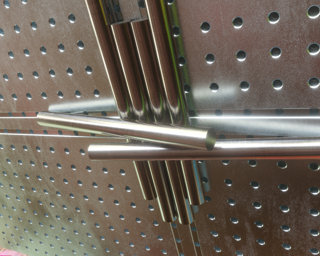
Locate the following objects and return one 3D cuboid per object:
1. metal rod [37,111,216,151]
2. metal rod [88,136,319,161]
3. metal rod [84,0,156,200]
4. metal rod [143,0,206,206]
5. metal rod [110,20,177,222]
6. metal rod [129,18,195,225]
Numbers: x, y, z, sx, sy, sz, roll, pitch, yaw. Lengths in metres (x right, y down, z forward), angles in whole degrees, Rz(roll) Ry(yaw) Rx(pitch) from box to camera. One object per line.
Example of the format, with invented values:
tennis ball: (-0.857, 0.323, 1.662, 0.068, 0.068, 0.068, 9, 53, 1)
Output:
metal rod: (-0.067, -0.002, 0.416, 0.300, 0.025, 0.025, 7, 122, 35)
metal rod: (0.050, 0.027, 0.375, 0.301, 0.025, 0.025, -2, 118, 19)
metal rod: (-0.045, -0.027, 0.418, 0.025, 0.025, 0.298, 1, 119, 28)
metal rod: (0.021, -0.028, 0.382, 0.025, 0.025, 0.298, 1, 119, 28)
metal rod: (-0.015, 0.009, 0.424, 0.025, 0.025, 0.298, 1, 119, 28)
metal rod: (0.009, 0.009, 0.414, 0.025, 0.025, 0.298, 1, 119, 28)
